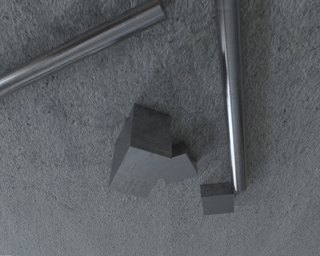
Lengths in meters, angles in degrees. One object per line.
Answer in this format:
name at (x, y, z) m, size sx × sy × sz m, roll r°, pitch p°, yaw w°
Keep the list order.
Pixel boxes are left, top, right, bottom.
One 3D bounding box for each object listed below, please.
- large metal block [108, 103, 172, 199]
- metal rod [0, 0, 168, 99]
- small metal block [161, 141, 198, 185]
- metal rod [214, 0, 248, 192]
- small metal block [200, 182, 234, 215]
large metal block at (-0.025, 0.029, 0.396) m, size 0.050 × 0.080 × 0.079 m, roll 18°, pitch 128°, yaw -15°
metal rod at (-0.133, -0.068, 0.346) m, size 0.301 × 0.025 × 0.025 m, roll -21°, pitch 127°, yaw 16°
small metal block at (0.023, 0.051, 0.452) m, size 0.050 × 0.025 × 0.050 m, roll -19°, pitch 128°, yaw 15°
metal rod at (0.094, -0.022, 0.390) m, size 0.025 × 0.025 × 0.298 m, roll -9°, pitch 130°, yaw 7°
small metal block at (0.094, 0.116, 0.508) m, size 0.050 × 0.025 × 0.050 m, roll -7°, pitch 130°, yaw 6°
